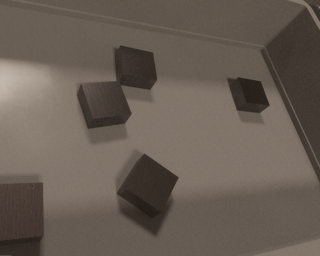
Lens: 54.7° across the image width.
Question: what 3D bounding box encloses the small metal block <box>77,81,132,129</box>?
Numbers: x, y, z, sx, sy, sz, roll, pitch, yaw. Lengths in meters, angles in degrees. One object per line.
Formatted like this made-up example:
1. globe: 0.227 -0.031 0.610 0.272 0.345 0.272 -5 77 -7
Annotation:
1. small metal block: -0.070 -0.030 0.387 0.050 0.025 0.050 -9 67 -33

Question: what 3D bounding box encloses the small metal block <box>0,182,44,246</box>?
1. small metal block: -0.136 0.079 0.285 0.050 0.025 0.050 3 60 -27

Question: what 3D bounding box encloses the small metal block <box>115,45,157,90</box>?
1. small metal block: -0.035 -0.085 0.440 0.050 0.025 0.050 6 59 -26

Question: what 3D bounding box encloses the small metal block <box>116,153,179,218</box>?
1. small metal block: -0.014 0.067 0.359 0.050 0.025 0.050 36 51 -5

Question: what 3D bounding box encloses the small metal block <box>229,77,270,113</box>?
1. small metal block: 0.151 -0.055 0.523 0.050 0.025 0.050 4 60 -27
